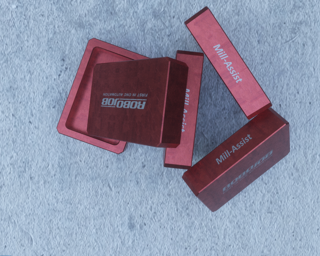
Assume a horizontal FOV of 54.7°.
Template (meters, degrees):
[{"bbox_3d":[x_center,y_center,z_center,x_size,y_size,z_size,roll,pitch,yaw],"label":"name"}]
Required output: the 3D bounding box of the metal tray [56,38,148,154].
[{"bbox_3d":[-0.069,-0.041,0.408,0.090,0.030,0.129,20,90,-1],"label":"metal tray"}]

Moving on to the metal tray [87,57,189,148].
[{"bbox_3d":[-0.031,-0.030,0.354,0.130,0.030,0.089,7,90,44],"label":"metal tray"}]

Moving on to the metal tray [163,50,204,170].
[{"bbox_3d":[0.026,-0.020,0.379,0.030,0.090,0.129,6,91,0],"label":"metal tray"}]

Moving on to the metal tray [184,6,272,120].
[{"bbox_3d":[0.082,-0.076,0.377,0.030,0.090,0.130,-33,90,14],"label":"metal tray"}]

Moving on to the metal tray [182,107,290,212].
[{"bbox_3d":[0.098,0.043,0.380,0.130,0.090,0.030,-38,55,0],"label":"metal tray"}]
